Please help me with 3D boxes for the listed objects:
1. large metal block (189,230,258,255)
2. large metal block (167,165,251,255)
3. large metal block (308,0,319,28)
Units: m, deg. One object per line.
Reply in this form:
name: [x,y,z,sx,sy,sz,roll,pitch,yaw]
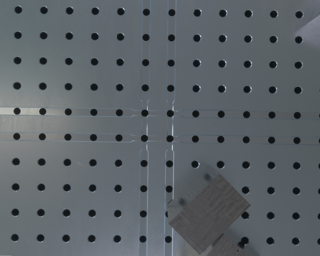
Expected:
large metal block: [0.083,0.185,0.402,0.080,0.050,0.080,39,90,0]
large metal block: [0.056,0.096,0.386,0.080,0.080,0.050,-44,90,0]
large metal block: [0.258,-0.165,0.402,0.080,0.050,0.080,24,90,0]
